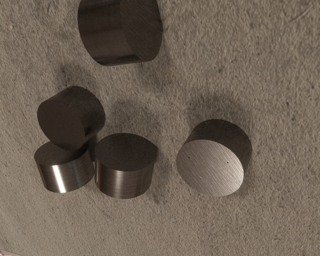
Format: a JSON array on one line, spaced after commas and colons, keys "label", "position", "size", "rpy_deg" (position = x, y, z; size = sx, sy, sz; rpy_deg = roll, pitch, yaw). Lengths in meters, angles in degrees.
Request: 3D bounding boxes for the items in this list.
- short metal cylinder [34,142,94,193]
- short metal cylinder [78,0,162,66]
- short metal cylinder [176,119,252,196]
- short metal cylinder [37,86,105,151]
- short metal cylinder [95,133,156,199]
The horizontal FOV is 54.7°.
[{"label": "short metal cylinder", "position": [-0.146, 0.054, 0.480], "size": [0.080, 0.080, 0.050], "rpy_deg": [8, 122, 23]}, {"label": "short metal cylinder", "position": [-0.039, -0.107, 0.324], "size": [0.050, 0.080, 0.080], "rpy_deg": [-1, 118, 28]}, {"label": "short metal cylinder", "position": [0.066, 0.036, 0.377], "size": [0.080, 0.050, 0.079], "rpy_deg": [13, 124, 20]}, {"label": "short metal cylinder", "position": [-0.127, -0.014, 0.447], "size": [0.080, 0.050, 0.079], "rpy_deg": [13, 124, 20]}, {"label": "short metal cylinder", "position": [-0.049, 0.050, 0.427], "size": [0.080, 0.080, 0.050], "rpy_deg": [20, 126, 16]}]
